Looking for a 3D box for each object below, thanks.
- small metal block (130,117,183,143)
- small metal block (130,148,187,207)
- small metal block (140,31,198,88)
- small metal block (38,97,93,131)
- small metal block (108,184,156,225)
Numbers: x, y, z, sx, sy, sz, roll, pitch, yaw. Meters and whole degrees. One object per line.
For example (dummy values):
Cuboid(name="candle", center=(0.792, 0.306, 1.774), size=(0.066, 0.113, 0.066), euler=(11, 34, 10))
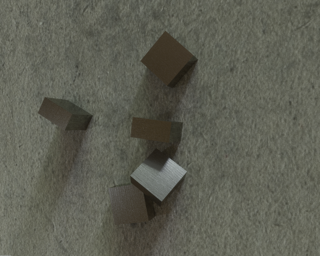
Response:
Cuboid(name="small metal block", center=(-0.003, 0.002, 0.396), size=(0.050, 0.050, 0.025), euler=(8, 93, 19))
Cuboid(name="small metal block", center=(-0.002, 0.063, 0.396), size=(0.050, 0.025, 0.050), euler=(37, 64, 16))
Cuboid(name="small metal block", center=(0.012, -0.088, 0.404), size=(0.050, 0.025, 0.050), euler=(45, 104, 14))
Cuboid(name="small metal block", center=(-0.134, -0.020, 0.441), size=(0.050, 0.050, 0.025), euler=(30, 100, 17))
Cuboid(name="small metal block", center=(-0.038, 0.101, 0.421), size=(0.050, 0.025, 0.050), euler=(-12, 86, 19))
